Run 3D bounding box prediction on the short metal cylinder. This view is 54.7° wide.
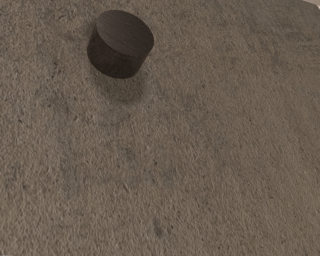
[{"bbox_3d":[-0.055,-0.115,0.430,0.081,0.050,0.080,14,56,-21],"label":"short metal cylinder"}]
